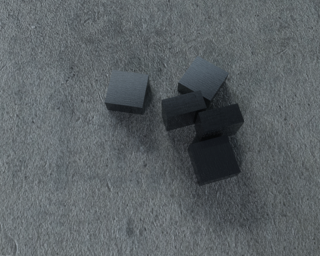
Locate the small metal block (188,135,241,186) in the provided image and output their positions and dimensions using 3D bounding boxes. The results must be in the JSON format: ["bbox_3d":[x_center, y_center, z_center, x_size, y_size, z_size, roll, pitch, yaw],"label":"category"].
[{"bbox_3d":[0.067,0.042,0.393,0.050,0.025,0.050,-15,71,-6],"label":"small metal block"}]

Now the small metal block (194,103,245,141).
[{"bbox_3d":[0.074,-0.005,0.397,0.050,0.050,0.025,-13,71,-5],"label":"small metal block"}]

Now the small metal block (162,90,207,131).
[{"bbox_3d":[0.030,-0.021,0.403,0.050,0.050,0.025,-15,71,-5],"label":"small metal block"}]

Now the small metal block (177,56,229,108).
[{"bbox_3d":[0.060,-0.064,0.432,0.050,0.025,0.050,32,73,11],"label":"small metal block"}]

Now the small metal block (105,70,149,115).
[{"bbox_3d":[-0.044,-0.049,0.425,0.050,0.025,0.050,8,70,3],"label":"small metal block"}]
